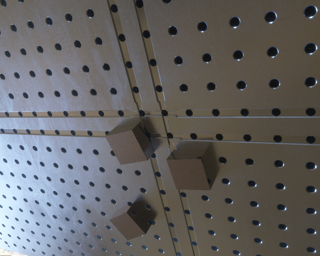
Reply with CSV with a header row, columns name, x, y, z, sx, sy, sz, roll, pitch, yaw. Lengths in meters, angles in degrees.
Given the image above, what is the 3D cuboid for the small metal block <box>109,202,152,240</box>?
name,x,y,z,sx,sy,sz,roll,pitch,yaw
small metal block,-0.051,0.163,0.537,0.050,0.025,0.050,-33,101,38

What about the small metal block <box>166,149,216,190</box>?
name,x,y,z,sx,sy,sz,roll,pitch,yaw
small metal block,0.043,0.057,0.423,0.050,0.025,0.050,-5,116,30

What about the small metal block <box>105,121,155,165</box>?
name,x,y,z,sx,sy,sz,roll,pitch,yaw
small metal block,-0.043,0.023,0.446,0.050,0.025,0.050,-13,112,33
